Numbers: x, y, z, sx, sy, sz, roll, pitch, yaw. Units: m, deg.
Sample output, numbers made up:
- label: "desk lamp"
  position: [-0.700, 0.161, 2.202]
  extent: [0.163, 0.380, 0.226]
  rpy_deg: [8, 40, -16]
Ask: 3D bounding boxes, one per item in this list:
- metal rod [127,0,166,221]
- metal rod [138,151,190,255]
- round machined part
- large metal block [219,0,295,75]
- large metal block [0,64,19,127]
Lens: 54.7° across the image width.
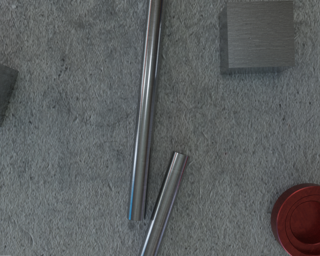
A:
- label: "metal rod"
  position: [-0.017, -0.029, 0.409]
  extent: [0.025, 0.025, 0.298]
  rpy_deg: [5, 90, -1]
- label: "metal rod"
  position: [-0.018, 0.176, 0.409]
  extent: [0.025, 0.025, 0.298]
  rpy_deg: [18, 90, -1]
- label: "round machined part"
  position: [0.193, 0.120, 0.404]
  extent: [0.099, 0.042, 0.097]
  rpy_deg: [0, 90, -1]
- label: "large metal block"
  position: [0.122, -0.114, 0.399]
  extent: [0.081, 0.050, 0.079]
  rpy_deg: [-2, 90, -1]
- label: "large metal block"
  position: [-0.242, -0.051, 0.394]
  extent: [0.080, 0.050, 0.080]
  rpy_deg: [17, 90, -1]
